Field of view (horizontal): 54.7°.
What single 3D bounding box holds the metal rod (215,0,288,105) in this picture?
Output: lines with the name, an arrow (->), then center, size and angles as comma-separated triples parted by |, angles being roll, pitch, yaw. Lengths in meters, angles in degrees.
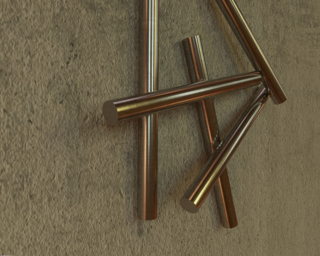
metal rod -> 0.126, -0.161, 0.490 | 0.025, 0.025, 0.300 | -49, 113, -29

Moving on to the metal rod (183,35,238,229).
metal rod -> 0.079, 0.013, 0.470 | 0.025, 0.025, 0.298 | -22, 104, -38

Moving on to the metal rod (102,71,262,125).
metal rod -> 0.054, -0.049, 0.411 | 0.302, 0.025, 0.025 | -18, 102, -44

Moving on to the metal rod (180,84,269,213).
metal rod -> 0.115, 0.011, 0.472 | 0.301, 0.025, 0.025 | -46, 118, -40

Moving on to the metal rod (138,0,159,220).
metal rod -> -0.014, -0.036, 0.392 | 0.025, 0.025, 0.298 | 1, 90, -40
